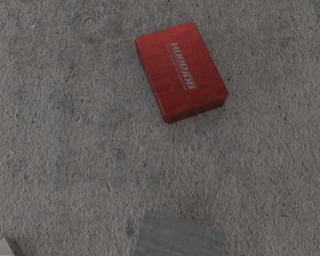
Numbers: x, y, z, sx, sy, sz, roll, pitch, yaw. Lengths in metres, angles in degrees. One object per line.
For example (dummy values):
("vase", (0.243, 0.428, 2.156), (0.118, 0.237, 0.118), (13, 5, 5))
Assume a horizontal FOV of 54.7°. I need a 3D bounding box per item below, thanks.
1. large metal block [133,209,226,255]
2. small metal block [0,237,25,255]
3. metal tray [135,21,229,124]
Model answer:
("large metal block", (0.018, 0.127, 0.333), (0.080, 0.080, 0.050), (14, 71, 5))
("small metal block", (-0.180, 0.160, 0.348), (0.050, 0.025, 0.050), (-35, 74, -12))
("metal tray", (0.028, -0.080, 0.435), (0.091, 0.030, 0.130), (-19, 71, -7))
